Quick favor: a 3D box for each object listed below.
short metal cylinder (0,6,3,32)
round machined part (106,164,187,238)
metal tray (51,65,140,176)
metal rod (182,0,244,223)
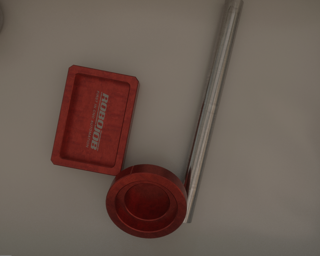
[{"bbox_3d":[-0.245,-0.140,0.382,0.081,0.050,0.079,-3,111,-9],"label":"short metal cylinder"},{"bbox_3d":[-0.015,0.087,0.391,0.099,0.042,0.097,2,114,4],"label":"round machined part"},{"bbox_3d":[-0.083,-0.010,0.407,0.091,0.030,0.129,11,90,-1],"label":"metal tray"},{"bbox_3d":[0.064,-0.023,0.412,0.025,0.025,0.298,13,90,-1],"label":"metal rod"}]
